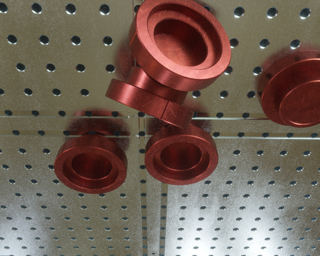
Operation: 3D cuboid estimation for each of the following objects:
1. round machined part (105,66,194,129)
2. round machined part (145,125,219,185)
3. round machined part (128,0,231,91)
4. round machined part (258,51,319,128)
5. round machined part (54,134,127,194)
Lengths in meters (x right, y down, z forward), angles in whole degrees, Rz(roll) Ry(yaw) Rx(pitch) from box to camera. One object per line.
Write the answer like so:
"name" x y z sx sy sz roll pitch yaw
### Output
"round machined part" -0.007 -0.036 0.345 0.099 0.098 0.042 22 93 -18
"round machined part" 0.029 0.032 0.428 0.099 0.042 0.097 -1 130 0
"round machined part" 0.016 -0.078 0.303 0.099 0.098 0.042 18 150 -16
"round machined part" 0.172 -0.038 0.371 0.099 0.042 0.097 -1 130 0
"round machined part" -0.095 0.047 0.439 0.099 0.042 0.097 -1 130 0
